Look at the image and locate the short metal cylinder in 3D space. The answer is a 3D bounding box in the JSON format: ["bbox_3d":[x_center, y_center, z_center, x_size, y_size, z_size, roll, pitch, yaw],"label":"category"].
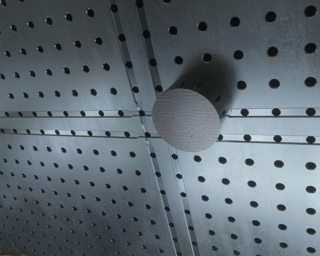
[{"bbox_3d":[0.038,-0.019,0.363,0.080,0.050,0.079,13,124,21],"label":"short metal cylinder"}]
